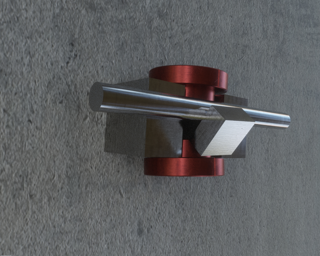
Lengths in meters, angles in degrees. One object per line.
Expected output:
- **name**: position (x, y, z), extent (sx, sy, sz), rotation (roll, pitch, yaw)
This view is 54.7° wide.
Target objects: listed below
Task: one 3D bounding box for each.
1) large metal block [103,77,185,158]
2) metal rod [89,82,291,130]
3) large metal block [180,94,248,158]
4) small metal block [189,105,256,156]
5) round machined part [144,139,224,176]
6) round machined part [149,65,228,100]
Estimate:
- **large metal block**: position (-0.020, -0.009, 0.354), extent (0.050, 0.080, 0.080), rotation (6, 87, -40)
- **metal rod**: position (0.062, -0.018, 0.354), extent (0.302, 0.025, 0.025), rotation (4, 88, -40)
- **large metal block**: position (0.072, -0.001, 0.431), extent (0.050, 0.080, 0.080), rotation (5, 87, -40)
- **small metal block**: position (0.069, 0.004, 0.342), extent (0.050, 0.025, 0.050), rotation (2, 129, -38)
- **round machined part**: position (0.030, 0.037, 0.383), extent (0.099, 0.098, 0.042), rotation (6, 81, -40)
- **round machined part**: position (0.034, -0.047, 0.387), extent (0.099, 0.098, 0.042), rotation (5, 88, -40)
